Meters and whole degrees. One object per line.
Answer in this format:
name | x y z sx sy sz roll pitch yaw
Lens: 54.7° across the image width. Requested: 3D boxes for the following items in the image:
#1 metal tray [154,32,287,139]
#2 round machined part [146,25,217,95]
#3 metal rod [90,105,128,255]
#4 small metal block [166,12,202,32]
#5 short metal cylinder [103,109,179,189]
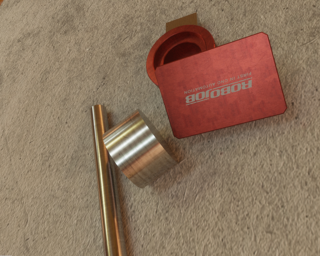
metal tray | 0.069 -0.046 0.360 0.130 0.030 0.090 -15 96 19
round machined part | 0.034 -0.088 0.425 0.098 0.042 0.098 -11 63 24
metal rod | -0.062 0.090 0.381 0.025 0.025 0.299 -25 53 13
small metal block | 0.037 -0.142 0.472 0.050 0.025 0.050 -13 56 21
short metal cylinder | -0.022 0.024 0.366 0.050 0.080 0.080 -37 51 4
